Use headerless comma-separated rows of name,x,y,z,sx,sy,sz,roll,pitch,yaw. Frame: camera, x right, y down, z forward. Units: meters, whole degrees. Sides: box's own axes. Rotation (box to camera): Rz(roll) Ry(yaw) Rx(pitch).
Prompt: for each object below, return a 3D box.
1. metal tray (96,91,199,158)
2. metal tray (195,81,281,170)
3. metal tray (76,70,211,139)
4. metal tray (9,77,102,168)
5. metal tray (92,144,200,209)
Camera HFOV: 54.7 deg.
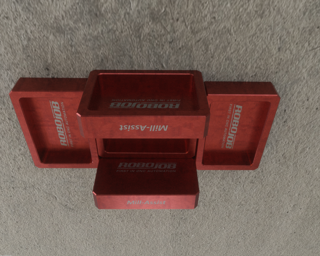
metal tray,-0.017,-0.003,0.403,0.131,0.030,0.089,0,130,-1
metal tray,0.094,0.001,0.408,0.091,0.030,0.129,0,130,-1
metal tray,-0.016,-0.029,0.341,0.131,0.090,0.030,0,130,-1
metal tray,-0.127,-0.002,0.402,0.091,0.030,0.129,0,130,-1
metal tray,-0.017,0.063,0.418,0.131,0.090,0.030,0,130,-1
